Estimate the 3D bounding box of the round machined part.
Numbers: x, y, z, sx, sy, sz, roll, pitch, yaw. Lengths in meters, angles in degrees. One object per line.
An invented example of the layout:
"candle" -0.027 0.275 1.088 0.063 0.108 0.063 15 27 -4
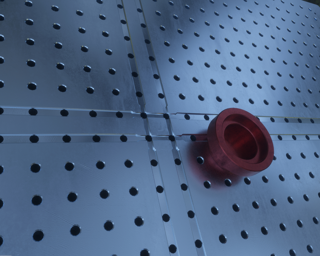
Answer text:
"round machined part" 0.109 0.023 0.441 0.099 0.042 0.098 13 56 -21
